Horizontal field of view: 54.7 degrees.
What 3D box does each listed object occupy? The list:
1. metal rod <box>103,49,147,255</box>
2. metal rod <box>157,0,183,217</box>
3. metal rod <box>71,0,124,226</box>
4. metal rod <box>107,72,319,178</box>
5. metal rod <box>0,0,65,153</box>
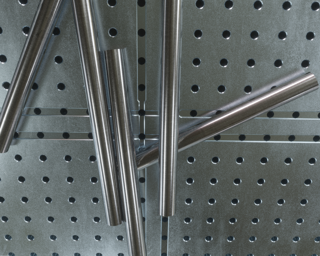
[{"bbox_3d":[-0.042,0.051,0.405,0.025,0.025,0.298,-5,100,1],"label":"metal rod"},{"bbox_3d":[0.012,-0.032,0.382,0.025,0.025,0.298,1,103,-1],"label":"metal rod"},{"bbox_3d":[-0.076,-0.016,0.389,0.025,0.025,0.298,-6,104,1],"label":"metal rod"},{"bbox_3d":[0.060,0.003,0.415,0.301,0.025,0.025,-25,108,8],"label":"metal rod"},{"bbox_3d":[-0.151,-0.098,0.375,0.025,0.025,0.298,26,108,-10],"label":"metal rod"}]
